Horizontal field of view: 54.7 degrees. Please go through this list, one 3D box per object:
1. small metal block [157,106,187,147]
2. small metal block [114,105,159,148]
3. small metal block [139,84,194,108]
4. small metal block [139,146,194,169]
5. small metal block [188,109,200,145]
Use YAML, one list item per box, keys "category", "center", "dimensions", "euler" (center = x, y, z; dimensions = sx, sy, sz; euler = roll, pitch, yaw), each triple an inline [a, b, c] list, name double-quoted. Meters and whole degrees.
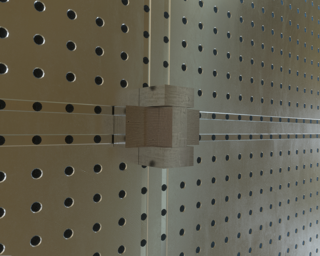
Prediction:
- category: "small metal block"
  center: [0.008, -0.002, 0.401]
  dimensions: [0.025, 0.050, 0.050]
  euler: [1, 90, -40]
- category: "small metal block"
  center: [-0.029, -0.002, 0.386]
  dimensions: [0.050, 0.025, 0.050]
  euler: [1, 90, -40]
- category: "small metal block"
  center: [0.008, -0.039, 0.401]
  dimensions: [0.050, 0.050, 0.025]
  euler: [1, 90, -40]
- category: "small metal block"
  center: [0.008, 0.036, 0.401]
  dimensions: [0.050, 0.050, 0.025]
  euler: [1, 90, -40]
- category: "small metal block"
  center: [0.029, -0.001, 0.435]
  dimensions: [0.050, 0.025, 0.050]
  euler: [1, 89, -40]
